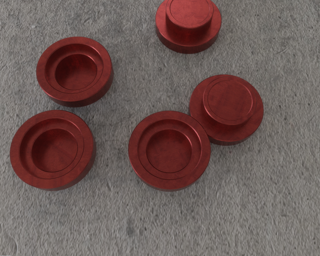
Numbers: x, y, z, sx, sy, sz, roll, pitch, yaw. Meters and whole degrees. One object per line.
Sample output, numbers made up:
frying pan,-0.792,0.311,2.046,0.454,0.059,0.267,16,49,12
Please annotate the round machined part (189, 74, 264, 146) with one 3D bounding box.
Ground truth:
round machined part,0.089,-0.029,0.410,0.099,0.042,0.098,0,70,0

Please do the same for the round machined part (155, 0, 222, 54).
round machined part,0.042,-0.163,0.459,0.099,0.042,0.098,0,70,0

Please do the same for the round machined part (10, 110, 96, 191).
round machined part,-0.129,0.030,0.387,0.099,0.042,0.098,0,70,0

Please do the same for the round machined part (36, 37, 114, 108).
round machined part,-0.112,-0.072,0.425,0.099,0.042,0.098,0,70,0

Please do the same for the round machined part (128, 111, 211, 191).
round machined part,0.012,0.031,0.388,0.099,0.042,0.098,0,70,0
